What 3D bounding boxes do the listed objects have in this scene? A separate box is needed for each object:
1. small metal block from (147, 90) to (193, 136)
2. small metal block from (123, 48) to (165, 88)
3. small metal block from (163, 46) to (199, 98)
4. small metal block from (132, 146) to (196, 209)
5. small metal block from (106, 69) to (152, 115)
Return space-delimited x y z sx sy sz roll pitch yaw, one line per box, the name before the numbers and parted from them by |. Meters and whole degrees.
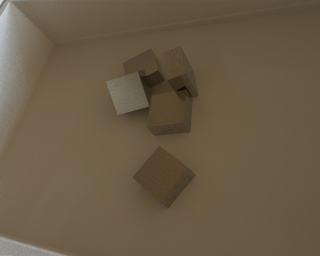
small metal block | 0.014 -0.020 0.409 0.050 0.025 0.050 -7 59 24
small metal block | -0.025 -0.086 0.470 0.050 0.025 0.050 -25 53 12
small metal block | 0.028 -0.072 0.418 0.025 0.050 0.050 -19 55 17
small metal block | 0.004 0.057 0.367 0.050 0.025 0.050 -49 52 -7
small metal block | -0.041 -0.051 0.439 0.050 0.050 0.025 -14 12 20
